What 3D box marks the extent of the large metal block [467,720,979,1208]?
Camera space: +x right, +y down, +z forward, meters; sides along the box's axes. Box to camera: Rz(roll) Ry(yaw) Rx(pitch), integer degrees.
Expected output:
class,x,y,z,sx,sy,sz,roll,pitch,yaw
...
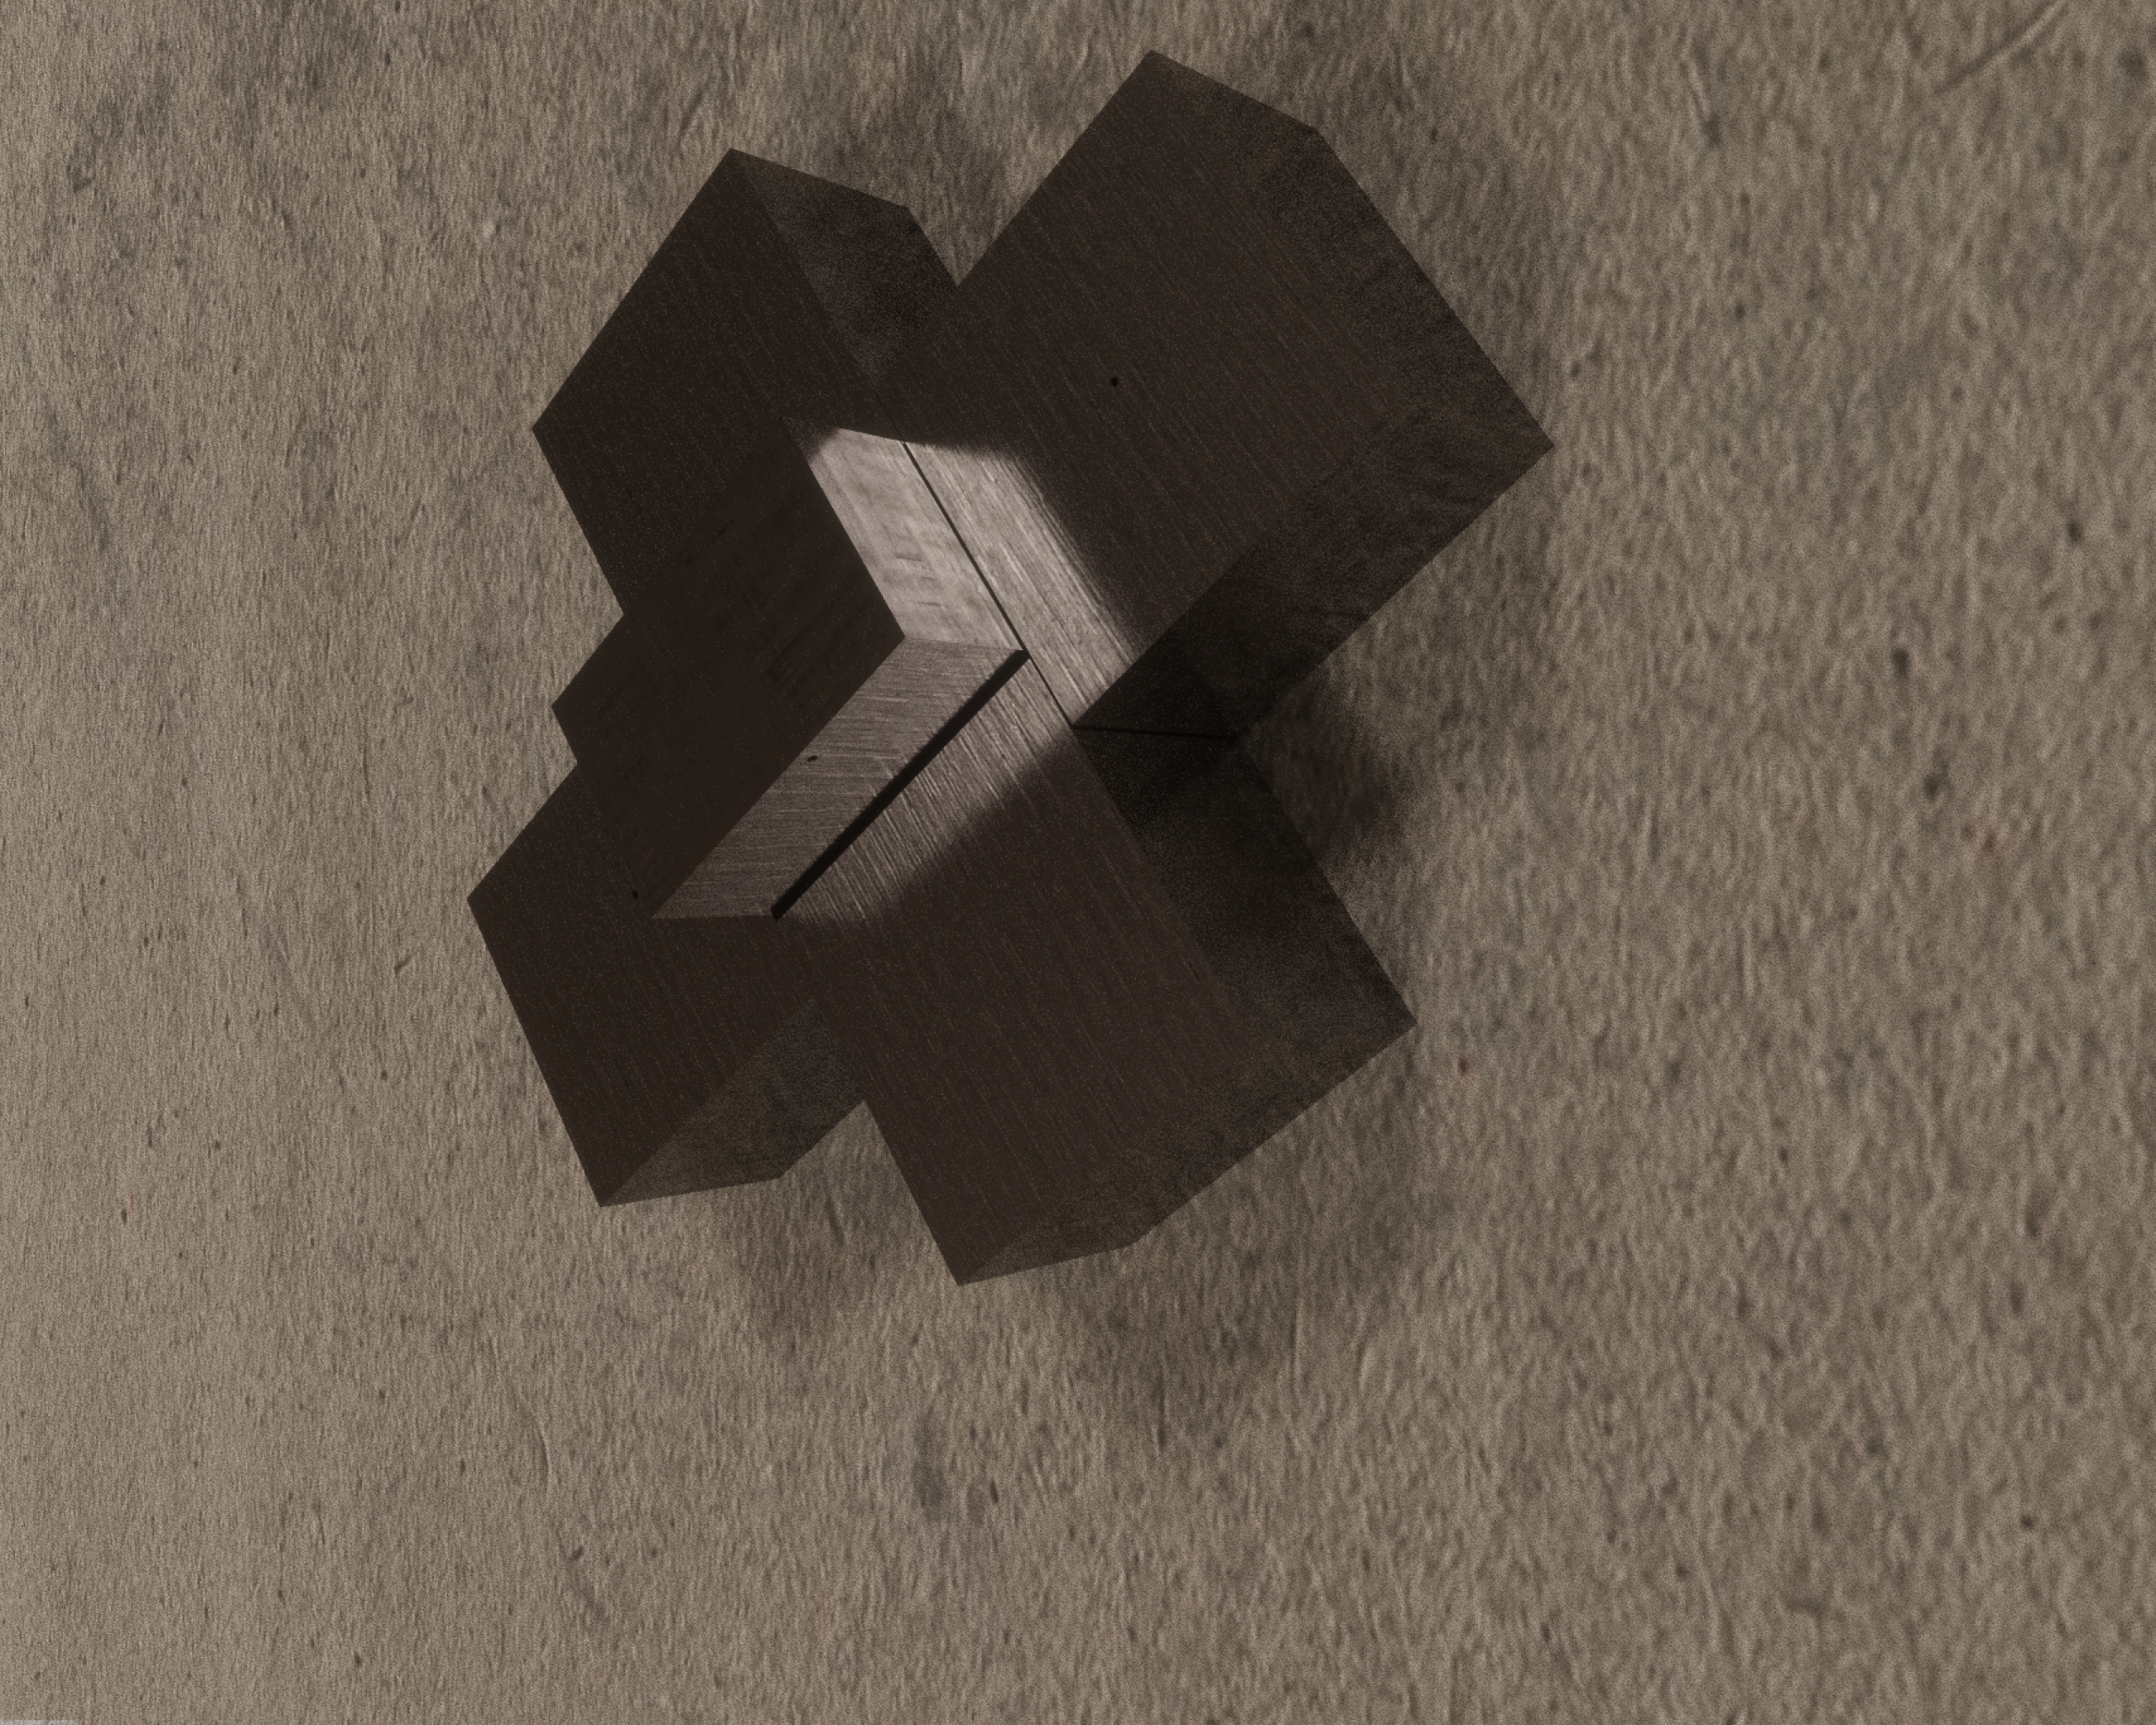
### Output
class,x,y,z,sx,sy,sz,roll,pitch,yaw
large metal block,-0.077,0.017,0.451,0.080,0.050,0.080,-44,64,31

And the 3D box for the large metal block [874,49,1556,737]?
class,x,y,z,sx,sy,sz,roll,pitch,yaw
large metal block,0.022,-0.079,0.370,0.080,0.050,0.080,-44,64,31

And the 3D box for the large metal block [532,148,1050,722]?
class,x,y,z,sx,sy,sz,roll,pitch,yaw
large metal block,-0.059,-0.085,0.435,0.080,0.050,0.080,-44,64,31

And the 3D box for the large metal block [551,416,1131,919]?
class,x,y,z,sx,sy,sz,roll,pitch,yaw
large metal block,-0.039,-0.033,0.400,0.080,0.081,0.050,-44,64,31

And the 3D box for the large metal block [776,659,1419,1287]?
class,x,y,z,sx,sy,sz,roll,pitch,yaw
large metal block,0.001,0.020,0.386,0.080,0.050,0.080,-44,64,31
